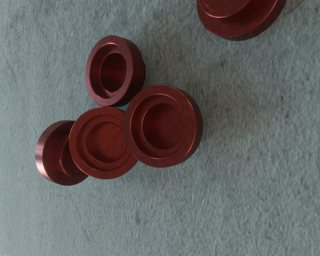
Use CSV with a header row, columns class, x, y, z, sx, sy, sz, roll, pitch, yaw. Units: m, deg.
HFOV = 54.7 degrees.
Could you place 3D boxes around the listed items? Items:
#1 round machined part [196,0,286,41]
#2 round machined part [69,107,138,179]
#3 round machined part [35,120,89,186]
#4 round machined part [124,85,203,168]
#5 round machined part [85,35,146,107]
class,x,y,z,sx,sy,sz,roll,pitch,yaw
round machined part,0.079,-0.145,0.327,0.098,0.042,0.097,0,90,39
round machined part,-0.072,0.019,0.432,0.099,0.042,0.097,0,92,6
round machined part,-0.129,0.038,0.461,0.042,0.099,0.097,5,93,40
round machined part,0.007,-0.002,0.379,0.098,0.042,0.097,0,90,30
round machined part,-0.059,-0.078,0.439,0.098,0.042,0.097,-1,89,40
